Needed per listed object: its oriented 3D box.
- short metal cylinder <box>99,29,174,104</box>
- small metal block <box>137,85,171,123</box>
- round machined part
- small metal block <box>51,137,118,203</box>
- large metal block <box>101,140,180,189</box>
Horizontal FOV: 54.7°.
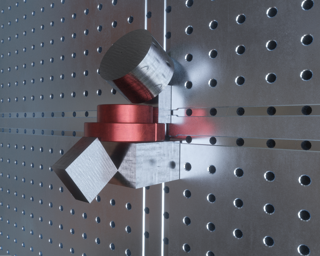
[{"bbox_3d":[-0.029,-0.078,0.393,0.080,0.050,0.080,-21,49,26],"label":"short metal cylinder"},{"bbox_3d":[-0.013,-0.032,0.417,0.050,0.025,0.050,1,91,39],"label":"small metal block"},{"bbox_3d":[-0.043,-0.007,0.381,0.098,0.099,0.042,1,91,39],"label":"round machined part"},{"bbox_3d":[-0.081,0.045,0.339,0.025,0.050,0.050,2,129,39],"label":"small metal block"},{"bbox_3d":[-0.031,0.041,0.396,0.080,0.081,0.050,1,91,39],"label":"large metal block"}]
